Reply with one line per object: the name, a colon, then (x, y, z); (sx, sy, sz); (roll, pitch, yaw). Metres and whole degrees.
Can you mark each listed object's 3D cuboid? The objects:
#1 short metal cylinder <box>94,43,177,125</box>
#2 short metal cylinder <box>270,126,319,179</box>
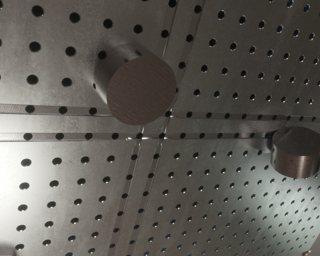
short metal cylinder: (-0.029, -0.050, 0.350); (0.081, 0.050, 0.079); (-14, 125, -21)
short metal cylinder: (0.234, 0.041, 0.532); (0.081, 0.080, 0.050); (-21, 127, -16)
